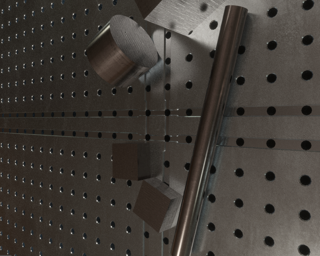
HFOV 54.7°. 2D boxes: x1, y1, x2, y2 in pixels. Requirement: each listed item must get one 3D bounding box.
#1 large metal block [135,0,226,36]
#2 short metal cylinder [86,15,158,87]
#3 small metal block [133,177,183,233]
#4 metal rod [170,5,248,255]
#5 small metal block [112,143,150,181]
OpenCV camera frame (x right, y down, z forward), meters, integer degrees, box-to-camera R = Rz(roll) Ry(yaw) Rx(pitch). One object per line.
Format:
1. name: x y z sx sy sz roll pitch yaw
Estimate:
1. large metal block: 0.026 -0.159 0.351 0.080 0.081 0.050 -37 68 34
2. short metal cylinder: -0.049 -0.101 0.412 0.050 0.081 0.080 -32 70 35
3. small metal block: -0.004 0.101 0.411 0.050 0.025 0.050 29 108 36
4. metal rod: 0.055 0.014 0.362 0.025 0.025 0.298 19 102 38
5. small metal block: -0.041 0.047 0.441 0.050 0.025 0.050 -2 89 39
